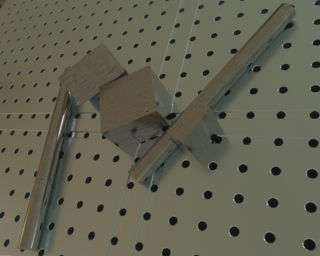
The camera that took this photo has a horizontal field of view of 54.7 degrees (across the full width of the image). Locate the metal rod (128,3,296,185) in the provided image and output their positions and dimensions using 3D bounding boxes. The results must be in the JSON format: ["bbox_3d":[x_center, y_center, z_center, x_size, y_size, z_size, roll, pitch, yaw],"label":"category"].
[{"bbox_3d":[0.070,-0.047,0.400,0.300,0.025,0.025,-47,51,-6],"label":"metal rod"}]

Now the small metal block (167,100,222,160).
[{"bbox_3d":[0.042,0.003,0.368,0.025,0.050,0.050,34,81,38],"label":"small metal block"}]

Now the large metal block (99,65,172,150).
[{"bbox_3d":[-0.035,-0.027,0.427,0.080,0.050,0.080,-21,54,15],"label":"large metal block"}]

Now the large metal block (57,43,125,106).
[{"bbox_3d":[-0.103,-0.086,0.476,0.080,0.050,0.080,-38,17,3],"label":"large metal block"}]

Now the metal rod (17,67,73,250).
[{"bbox_3d":[-0.165,0.028,0.477,0.025,0.025,0.299,-11,57,22],"label":"metal rod"}]
